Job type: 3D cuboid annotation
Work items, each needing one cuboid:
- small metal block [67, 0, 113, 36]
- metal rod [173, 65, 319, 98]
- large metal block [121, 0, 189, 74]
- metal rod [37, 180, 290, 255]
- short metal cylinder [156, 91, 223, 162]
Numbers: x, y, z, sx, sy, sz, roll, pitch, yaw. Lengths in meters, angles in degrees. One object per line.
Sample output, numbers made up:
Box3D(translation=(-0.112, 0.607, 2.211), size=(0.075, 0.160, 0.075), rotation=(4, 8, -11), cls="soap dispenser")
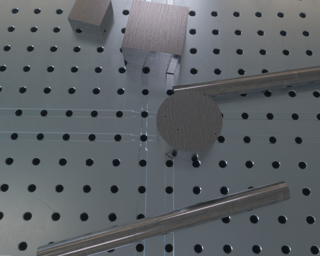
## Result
Box3D(translation=(-0.105, -0.174, 0.474), size=(0.050, 0.025, 0.050), rotation=(15, 71, 5), cls="small metal block")
Box3D(translation=(0.168, -0.068, 0.437), size=(0.302, 0.025, 0.025), rotation=(-9, 70, -4), cls="metal rod")
Box3D(translation=(-0.005, -0.130, 0.446), size=(0.080, 0.050, 0.080), rotation=(9, 70, 3), cls="large metal block")
Box3D(translation=(0.009, 0.113, 0.370), size=(0.302, 0.025, 0.025), rotation=(-14, 71, -5), cls="metal rod")
Box3D(translation=(0.036, -0.001, 0.399), size=(0.081, 0.050, 0.080), rotation=(0, 70, 0), cls="short metal cylinder")
